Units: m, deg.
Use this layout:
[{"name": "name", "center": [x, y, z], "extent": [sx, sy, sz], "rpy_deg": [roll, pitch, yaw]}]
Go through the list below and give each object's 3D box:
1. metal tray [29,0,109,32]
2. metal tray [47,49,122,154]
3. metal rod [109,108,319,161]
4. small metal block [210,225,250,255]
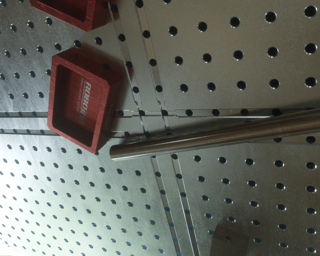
[{"name": "metal tray", "center": [-0.098, -0.185, 0.342], "extent": [0.090, 0.030, 0.129], "rpy_deg": [27, 128, 10]}, {"name": "metal tray", "center": [-0.112, -0.035, 0.443], "extent": [0.090, 0.030, 0.129], "rpy_deg": [28, 128, 10]}, {"name": "metal rod", "center": [0.057, 0.013, 0.388], "extent": [0.300, 0.025, 0.025], "rpy_deg": [-11, 113, 32]}, {"name": "small metal block", "center": [0.104, 0.181, 0.467], "extent": [0.050, 0.025, 0.050], "rpy_deg": [13, 124, 20]}]
